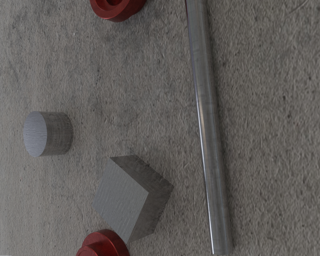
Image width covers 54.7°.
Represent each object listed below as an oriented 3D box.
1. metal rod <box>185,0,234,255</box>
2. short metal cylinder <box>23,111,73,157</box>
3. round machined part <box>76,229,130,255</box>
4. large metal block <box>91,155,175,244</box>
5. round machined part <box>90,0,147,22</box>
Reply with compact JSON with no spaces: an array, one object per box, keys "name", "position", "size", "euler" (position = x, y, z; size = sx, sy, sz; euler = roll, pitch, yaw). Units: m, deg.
[{"name":"metal rod","position":[0.056,-0.010,0.358],"size":[0.025,0.025,0.298],"euler":[-9,84,39]},{"name":"short metal cylinder","position":[-0.201,0.010,0.554],"size":[0.080,0.050,0.079],"euler":[0,90,40]},{"name":"round machined part","position":[-0.092,0.209,0.470],"size":[0.098,0.042,0.097],"euler":[0,90,40]},{"name":"large metal block","position":[-0.039,0.093,0.421],"size":[0.080,0.050,0.079],"euler":[35,111,34]},{"name":"round machined part","position":[-0.053,-0.199,0.438],"size":[0.098,0.042,0.097],"euler":[0,90,40]}]
